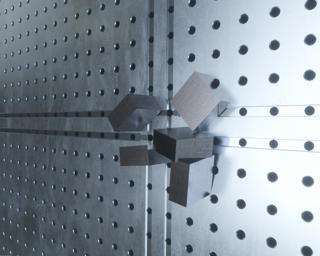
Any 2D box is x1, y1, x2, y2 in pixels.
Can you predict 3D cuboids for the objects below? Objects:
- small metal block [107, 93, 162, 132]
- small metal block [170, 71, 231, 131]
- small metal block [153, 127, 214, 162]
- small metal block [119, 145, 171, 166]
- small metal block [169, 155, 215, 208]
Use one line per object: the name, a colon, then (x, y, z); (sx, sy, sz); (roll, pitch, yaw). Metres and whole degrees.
small metal block: (-0.034, -0.020, 0.423); (0.050, 0.050, 0.025); (-43, 64, 31)
small metal block: (0.047, -0.031, 0.371); (0.050, 0.025, 0.050); (-51, 60, 28)
small metal block: (0.026, 0.018, 0.362); (0.050, 0.050, 0.025); (24, 114, 57)
small metal block: (-0.017, 0.035, 0.408); (0.050, 0.050, 0.025); (-7, 86, 40)
small metal block: (0.037, 0.057, 0.359); (0.025, 0.050, 0.050); (14, 106, 39)
